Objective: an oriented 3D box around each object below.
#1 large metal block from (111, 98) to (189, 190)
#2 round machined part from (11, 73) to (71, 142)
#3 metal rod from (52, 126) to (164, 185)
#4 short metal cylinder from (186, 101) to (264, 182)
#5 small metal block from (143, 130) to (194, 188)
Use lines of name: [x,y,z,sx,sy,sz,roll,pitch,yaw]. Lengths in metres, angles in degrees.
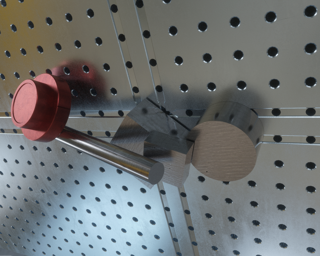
large metal block: [-0.016,0.022,0.413,0.080,0.050,0.080,37,129,2]
round machined part: [-0.172,-0.031,0.435,0.098,0.042,0.098,-9,74,37]
metal rod: [-0.115,0.015,0.423,0.300,0.025,0.025,16,127,39]
short metal cylinder: [0.076,0.015,0.363,0.080,0.050,0.079,13,124,20]
small metal block: [0.009,0.036,0.360,0.050,0.025,0.050,17,125,18]
